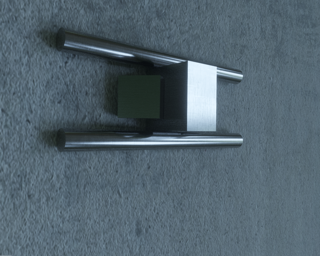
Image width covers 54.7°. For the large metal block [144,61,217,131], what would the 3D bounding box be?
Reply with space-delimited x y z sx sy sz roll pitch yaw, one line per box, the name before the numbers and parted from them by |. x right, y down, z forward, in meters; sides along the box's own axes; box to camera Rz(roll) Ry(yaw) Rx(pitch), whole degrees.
large metal block | 0.024 -0.036 0.396 0.050 0.080 0.079 1 90 -40

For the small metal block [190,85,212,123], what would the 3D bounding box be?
small metal block | 0.057 -0.033 0.438 0.025 0.050 0.050 0 89 2

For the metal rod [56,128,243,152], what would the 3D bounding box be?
metal rod | 0.012 0.017 0.419 0.302 0.025 0.025 2 89 -40

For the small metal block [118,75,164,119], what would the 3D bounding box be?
small metal block | -0.022 -0.036 0.371 0.025 0.050 0.050 3 89 -80

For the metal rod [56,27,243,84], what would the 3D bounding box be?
metal rod | 0.012 -0.089 0.418 0.302 0.025 0.025 2 89 -40
